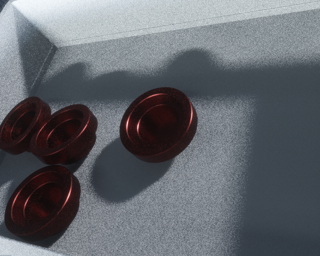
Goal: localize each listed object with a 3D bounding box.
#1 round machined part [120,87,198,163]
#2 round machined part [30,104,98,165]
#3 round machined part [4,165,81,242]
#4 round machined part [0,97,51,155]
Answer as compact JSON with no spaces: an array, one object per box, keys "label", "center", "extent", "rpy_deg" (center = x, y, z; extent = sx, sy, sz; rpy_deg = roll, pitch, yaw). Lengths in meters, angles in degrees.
[{"label":"round machined part","center":[0.002,0.000,0.394],"extent":[0.098,0.042,0.098],"rpy_deg":[-13,56,21]},{"label":"round machined part","center":[-0.132,0.014,0.446],"extent":[0.098,0.042,0.098],"rpy_deg":[-17,41,16]},{"label":"round machined part","center":[-0.145,0.100,0.402],"extent":[0.098,0.042,0.098],"rpy_deg":[-15,45,16]},{"label":"round machined part","center":[-0.212,0.000,0.501],"extent":[0.098,0.042,0.098],"rpy_deg":[-19,50,24]}]
